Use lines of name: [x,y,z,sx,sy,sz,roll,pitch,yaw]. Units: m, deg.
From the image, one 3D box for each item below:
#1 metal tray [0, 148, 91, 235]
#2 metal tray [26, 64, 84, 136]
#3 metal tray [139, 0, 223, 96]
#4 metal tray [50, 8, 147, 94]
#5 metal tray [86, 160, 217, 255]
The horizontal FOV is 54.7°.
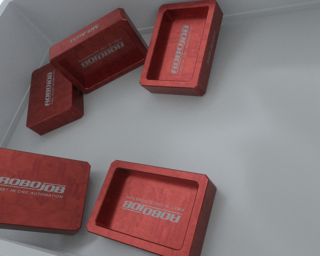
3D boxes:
metal tray: [-0.159,0.078,0.384,0.131,0.030,0.090,12,58,-16]
metal tray: [-0.178,-0.060,0.530,0.090,0.030,0.130,-22,54,15]
metal tray: [0.030,-0.112,0.436,0.090,0.030,0.129,8,78,31]
metal tray: [-0.090,-0.114,0.479,0.130,0.090,0.030,-26,53,12]
metal tray: [-0.011,0.090,0.351,0.130,0.030,0.090,5,64,30]
